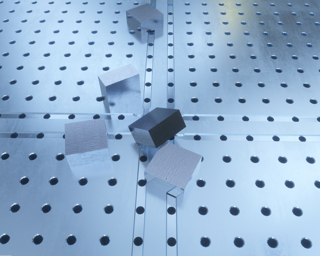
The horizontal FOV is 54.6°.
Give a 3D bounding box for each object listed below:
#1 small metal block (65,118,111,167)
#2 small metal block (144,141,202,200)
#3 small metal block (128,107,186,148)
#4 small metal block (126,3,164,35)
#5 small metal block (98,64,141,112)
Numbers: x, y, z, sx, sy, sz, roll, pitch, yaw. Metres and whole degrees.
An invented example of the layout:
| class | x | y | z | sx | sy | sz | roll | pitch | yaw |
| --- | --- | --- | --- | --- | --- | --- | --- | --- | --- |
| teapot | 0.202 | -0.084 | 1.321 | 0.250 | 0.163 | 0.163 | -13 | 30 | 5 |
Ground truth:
| class | x | y | z | sx | sy | sz | roll | pitch | yaw |
| --- | --- | --- | --- | --- | --- | --- | --- | --- | --- |
| small metal block | -0.092 | 0.017 | 0.393 | 0.050 | 0.025 | 0.050 | -9 | 51 | -8 |
| small metal block | 0.016 | 0.049 | 0.367 | 0.050 | 0.025 | 0.050 | 22 | 53 | 17 |
| small metal block | -0.004 | -0.002 | 0.394 | 0.050 | 0.025 | 0.050 | -35 | 24 | -26 |
| small metal block | -0.028 | -0.205 | 0.580 | 0.050 | 0.025 | 0.050 | -29 | 56 | -22 |
| small metal block | -0.056 | -0.056 | 0.439 | 0.050 | 0.050 | 0.025 | -25 | 54 | -19 |
